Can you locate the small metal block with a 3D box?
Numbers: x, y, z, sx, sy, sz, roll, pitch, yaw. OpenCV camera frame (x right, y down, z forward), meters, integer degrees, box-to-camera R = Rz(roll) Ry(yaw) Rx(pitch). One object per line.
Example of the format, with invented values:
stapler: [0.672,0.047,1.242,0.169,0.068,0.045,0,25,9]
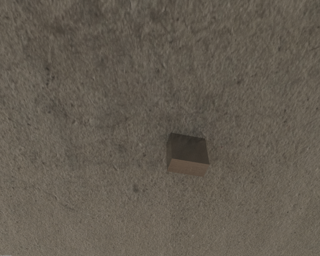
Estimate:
small metal block: [0.036,0.036,0.422,0.050,0.050,0.025,10,129,-9]
